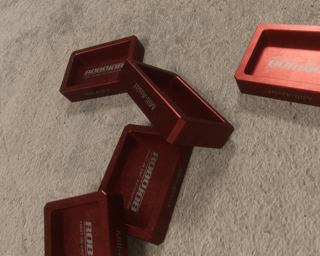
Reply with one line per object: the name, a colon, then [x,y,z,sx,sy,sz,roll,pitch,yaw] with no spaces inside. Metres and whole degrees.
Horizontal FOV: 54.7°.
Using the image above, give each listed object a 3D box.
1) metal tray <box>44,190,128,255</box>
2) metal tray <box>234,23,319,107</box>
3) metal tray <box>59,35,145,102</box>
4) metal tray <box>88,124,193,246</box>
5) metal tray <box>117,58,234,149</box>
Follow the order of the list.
metal tray: [-0.079,0.138,0.328,0.090,0.030,0.129,-17,70,25]
metal tray: [0.165,-0.075,0.359,0.130,0.030,0.090,16,70,34]
metal tray: [-0.094,-0.095,0.506,0.130,0.030,0.090,-7,59,24]
metal tray: [-0.022,0.062,0.372,0.090,0.030,0.130,7,65,30]
metal tray: [0.016,-0.030,0.369,0.130,0.091,0.030,51,120,39]
